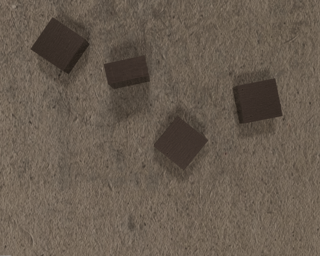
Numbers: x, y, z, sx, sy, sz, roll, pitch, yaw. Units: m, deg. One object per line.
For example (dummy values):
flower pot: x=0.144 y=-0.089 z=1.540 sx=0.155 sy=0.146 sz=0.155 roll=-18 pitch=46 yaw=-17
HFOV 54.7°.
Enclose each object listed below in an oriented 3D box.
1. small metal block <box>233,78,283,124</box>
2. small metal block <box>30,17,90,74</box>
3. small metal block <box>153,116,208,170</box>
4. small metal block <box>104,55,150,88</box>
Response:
small metal block: x=0.129 y=-0.035 z=0.412 sx=0.050 sy=0.025 sz=0.050 roll=-11 pitch=90 yaw=-1
small metal block: x=-0.131 y=-0.107 z=0.408 sx=0.050 sy=0.025 sz=0.050 roll=34 pitch=90 yaw=-1
small metal block: x=0.027 y=0.020 z=0.410 sx=0.050 sy=0.025 sz=0.050 roll=39 pitch=90 yaw=-1
small metal block: x=-0.041 y=-0.070 z=0.397 sx=0.050 sy=0.050 sz=0.025 roll=-12 pitch=90 yaw=0
